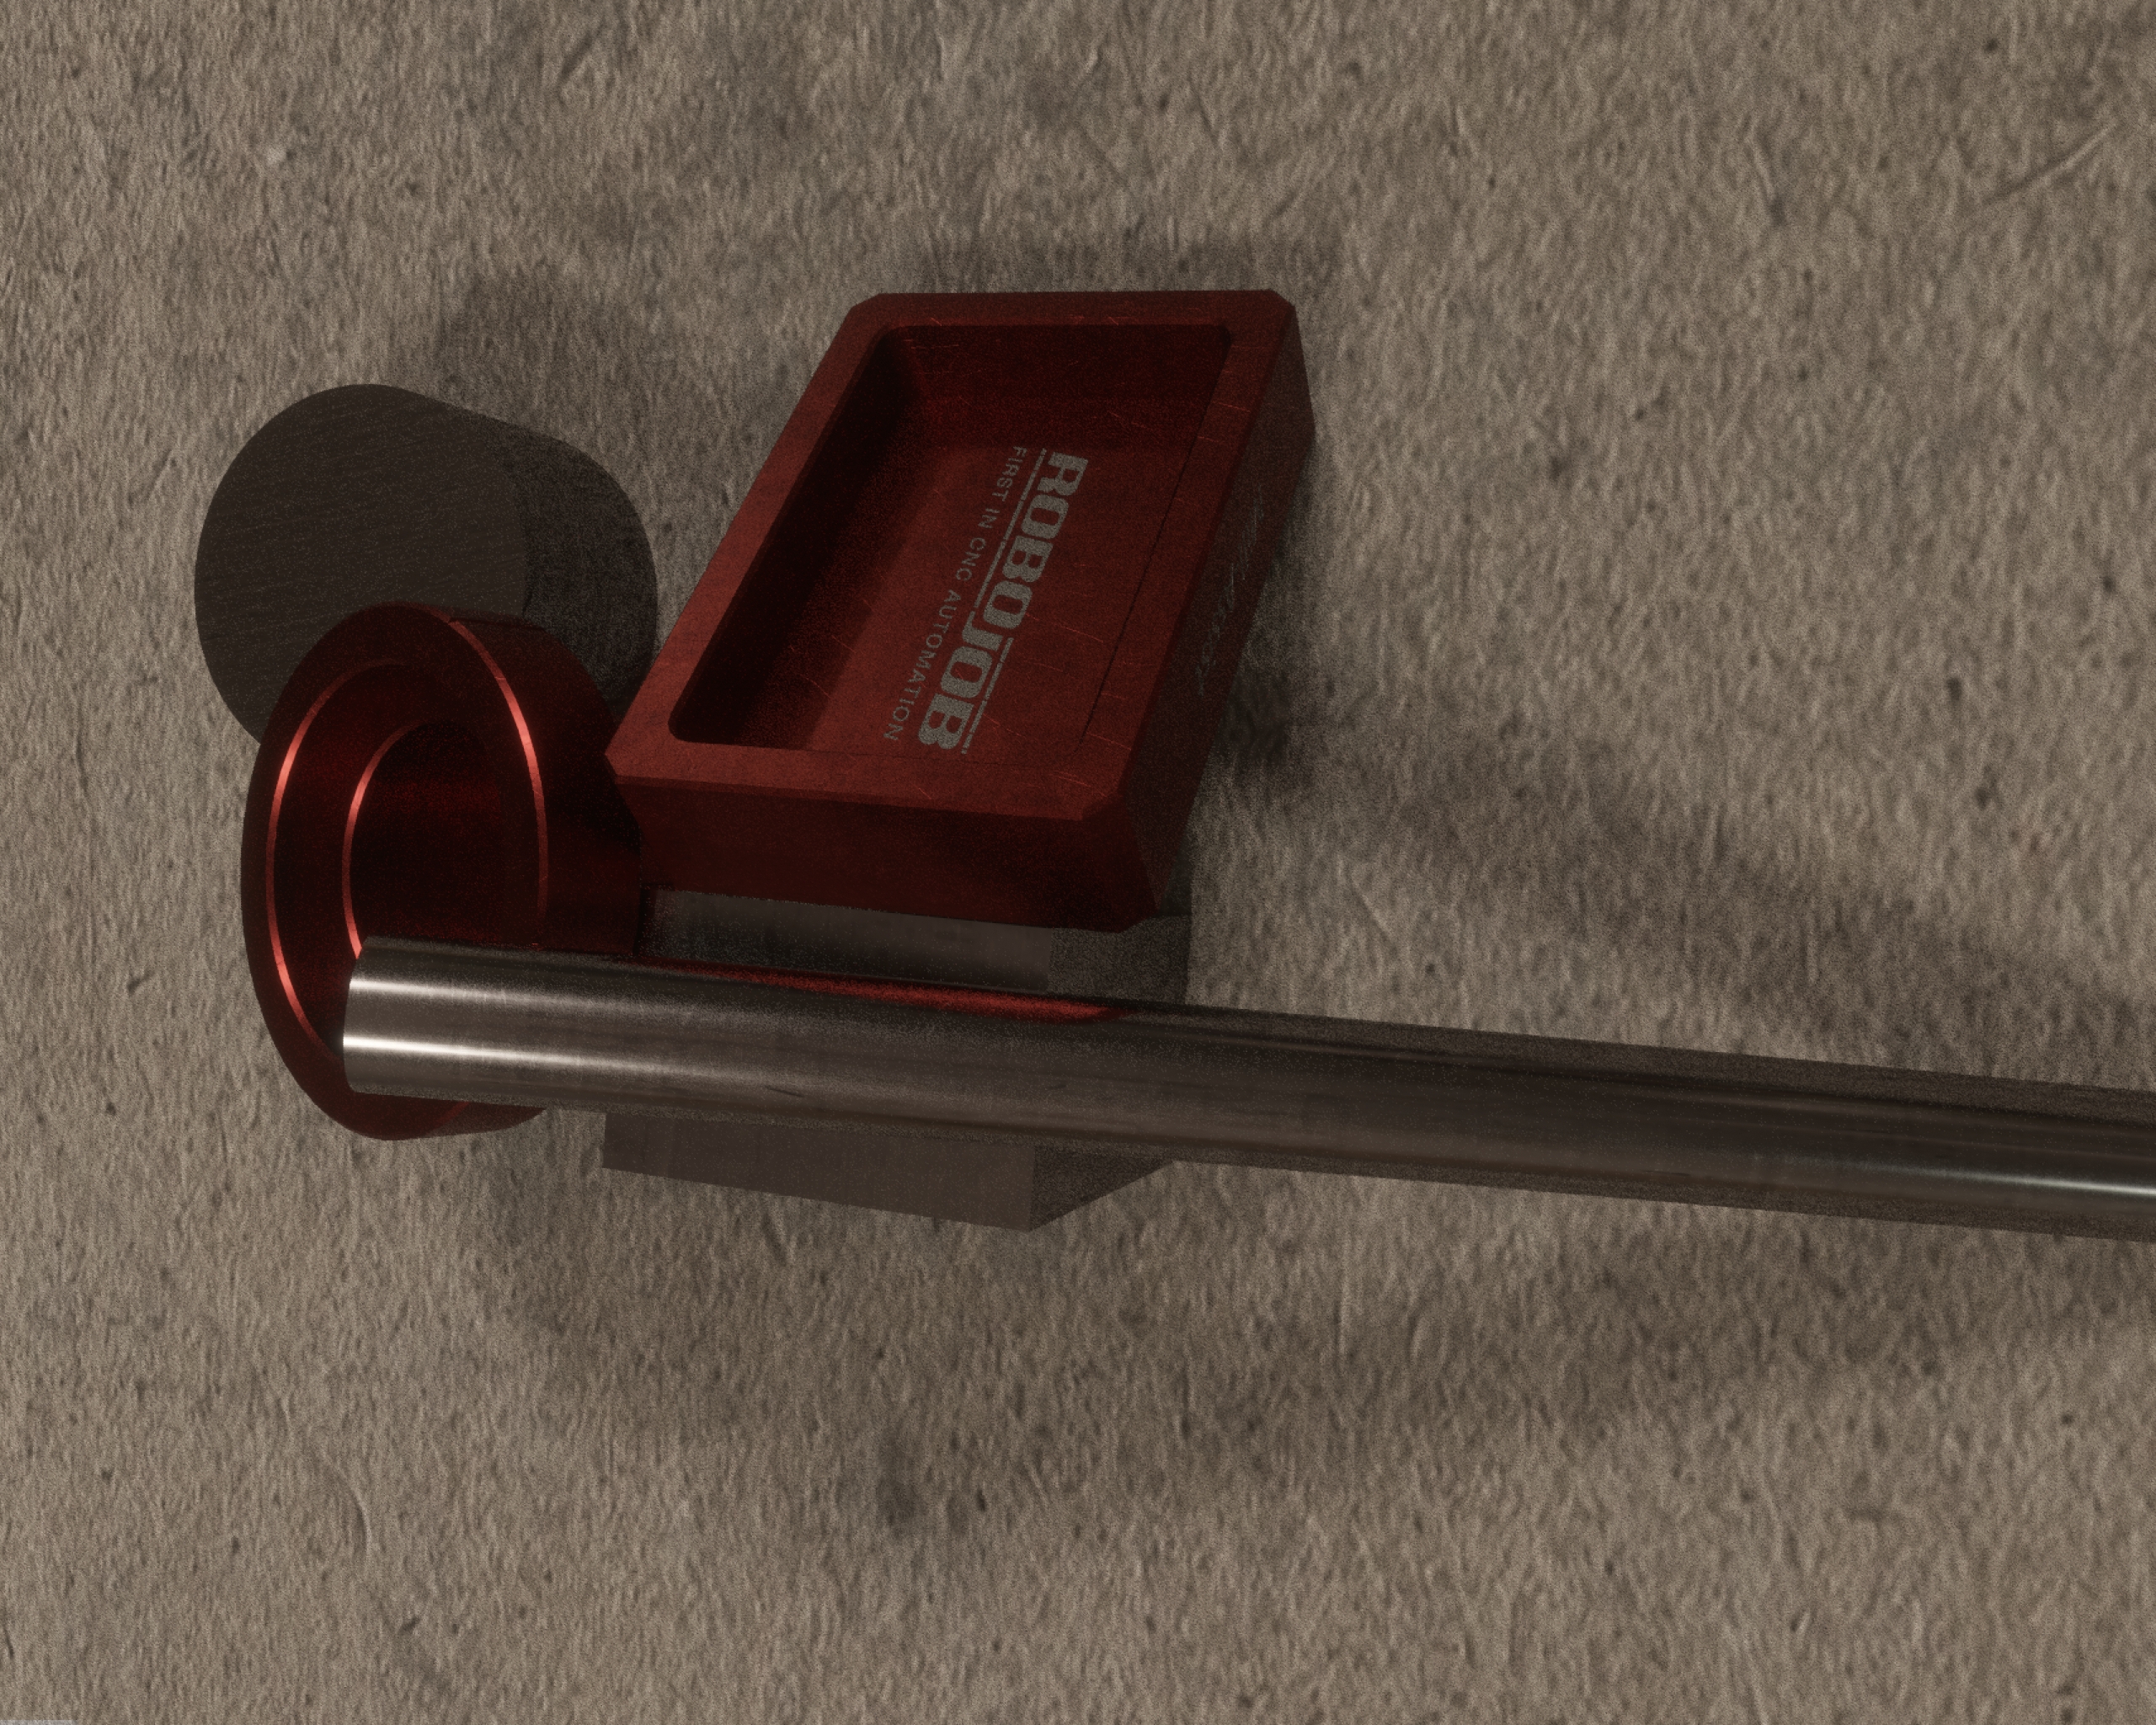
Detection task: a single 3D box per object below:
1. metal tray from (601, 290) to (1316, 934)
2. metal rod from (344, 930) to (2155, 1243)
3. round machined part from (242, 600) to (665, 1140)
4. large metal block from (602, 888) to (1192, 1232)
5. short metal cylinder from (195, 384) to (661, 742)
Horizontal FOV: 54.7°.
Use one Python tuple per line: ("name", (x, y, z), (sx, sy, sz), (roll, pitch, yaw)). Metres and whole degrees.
("metal tray", (-0.016, -0.051, 0.372), (0.090, 0.030, 0.130), (5, 52, 19))
("metal rod", (0.041, 0.037, 0.333), (0.302, 0.025, 0.025), (5, 92, -5))
("round machined part", (-0.112, 0.002, 0.393), (0.098, 0.042, 0.097), (-1, 88, 39))
("large metal block", (-0.030, 0.032, 0.390), (0.080, 0.080, 0.050), (5, 92, 19))
("short metal cylinder", (-0.137, -0.057, 0.444), (0.080, 0.050, 0.079), (0, 90, 19))
